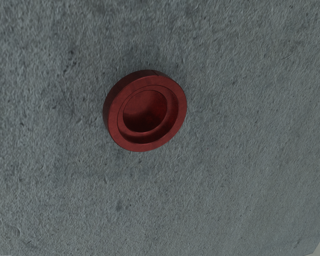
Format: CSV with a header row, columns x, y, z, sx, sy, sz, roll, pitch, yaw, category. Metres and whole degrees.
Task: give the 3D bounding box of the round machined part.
x,y,z,sx,sy,sz,roll,pitch,yaw,category
-0.021,-0.024,0.369,0.099,0.042,0.097,-14,124,-21,round machined part
